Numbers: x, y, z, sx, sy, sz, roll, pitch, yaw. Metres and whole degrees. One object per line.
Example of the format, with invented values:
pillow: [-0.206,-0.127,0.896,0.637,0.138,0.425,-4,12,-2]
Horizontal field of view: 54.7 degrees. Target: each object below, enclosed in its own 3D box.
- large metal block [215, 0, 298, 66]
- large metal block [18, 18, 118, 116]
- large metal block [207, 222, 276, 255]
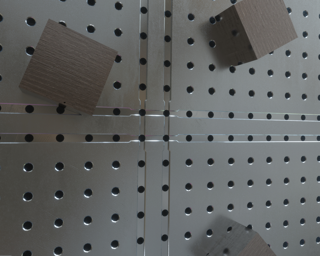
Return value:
large metal block: [0.140,-0.148,0.453,0.080,0.050,0.080,-30,100,-18]
large metal block: [-0.106,-0.065,0.361,0.080,0.050,0.080,23,82,-19]
large metal block: [0.121,0.199,0.446,0.080,0.050,0.080,-43,104,-15]
